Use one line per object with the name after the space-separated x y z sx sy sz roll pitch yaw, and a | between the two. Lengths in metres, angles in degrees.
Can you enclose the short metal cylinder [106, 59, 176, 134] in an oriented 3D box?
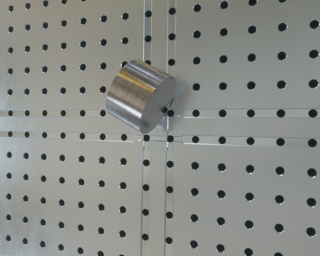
-0.022 -0.039 0.392 0.050 0.080 0.080 30 100 17 | short metal cylinder
